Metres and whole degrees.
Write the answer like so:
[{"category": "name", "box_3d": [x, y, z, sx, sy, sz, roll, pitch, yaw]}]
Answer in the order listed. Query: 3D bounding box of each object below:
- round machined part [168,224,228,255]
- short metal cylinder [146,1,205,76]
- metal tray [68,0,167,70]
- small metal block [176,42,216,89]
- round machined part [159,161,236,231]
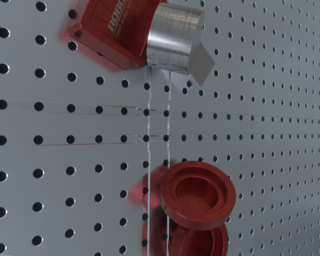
[{"category": "round machined part", "box_3d": [0.050, 0.167, 0.441, 0.099, 0.042, 0.097, 0, 90, -40]}, {"category": "short metal cylinder", "box_3d": [0.020, -0.110, 0.383, 0.080, 0.050, 0.080, 14, 92, -81]}, {"category": "metal tray", "box_3d": [-0.042, -0.147, 0.370, 0.090, 0.030, 0.130, 28, 72, -37]}, {"category": "small metal block", "box_3d": [0.048, -0.093, 0.449, 0.050, 0.025, 0.050, 46, 63, -30]}, {"category": "round machined part", "box_3d": [0.048, 0.094, 0.414, 0.099, 0.098, 0.042, -31, 144, -36]}]
